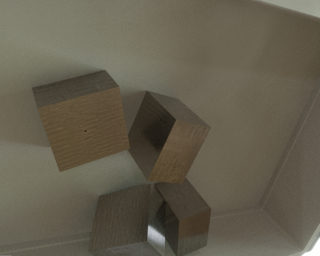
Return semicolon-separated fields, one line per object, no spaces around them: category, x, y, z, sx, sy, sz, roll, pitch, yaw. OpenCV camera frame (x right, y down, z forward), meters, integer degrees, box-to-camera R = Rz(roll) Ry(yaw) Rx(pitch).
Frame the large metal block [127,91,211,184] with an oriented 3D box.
large metal block;0.005;0.011;0.382;0.050;0.080;0.079;12;113;-33

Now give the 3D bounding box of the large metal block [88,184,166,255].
large metal block;-0.040;0.129;0.413;0.080;0.080;0.050;-16;131;17

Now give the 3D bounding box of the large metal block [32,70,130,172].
large metal block;-0.084;-0.009;0.340;0.081;0.050;0.079;-18;126;-18

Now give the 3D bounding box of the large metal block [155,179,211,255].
large metal block;0.031;0.132;0.472;0.050;0.080;0.079;-14;124;-21
